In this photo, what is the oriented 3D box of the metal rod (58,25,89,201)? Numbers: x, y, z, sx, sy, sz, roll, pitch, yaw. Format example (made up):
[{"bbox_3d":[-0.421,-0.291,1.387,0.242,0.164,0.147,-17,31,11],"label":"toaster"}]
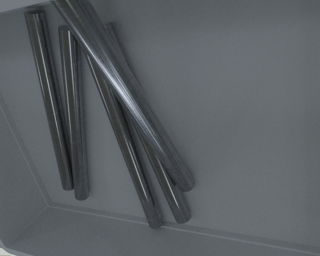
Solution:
[{"bbox_3d":[-0.127,-0.003,0.471,0.025,0.025,0.298,18,126,17],"label":"metal rod"}]

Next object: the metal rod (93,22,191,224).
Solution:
[{"bbox_3d":[-0.017,0.008,0.420,0.025,0.025,0.299,-9,114,32],"label":"metal rod"}]

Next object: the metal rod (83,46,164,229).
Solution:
[{"bbox_3d":[-0.046,0.025,0.446,0.025,0.025,0.298,-3,117,29],"label":"metal rod"}]

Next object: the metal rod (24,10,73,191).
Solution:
[{"bbox_3d":[-0.162,-0.023,0.477,0.025,0.025,0.298,13,124,20],"label":"metal rod"}]

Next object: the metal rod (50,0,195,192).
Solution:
[{"bbox_3d":[-0.016,-0.010,0.332,0.025,0.025,0.299,1,144,27],"label":"metal rod"}]
